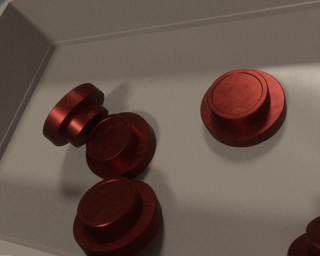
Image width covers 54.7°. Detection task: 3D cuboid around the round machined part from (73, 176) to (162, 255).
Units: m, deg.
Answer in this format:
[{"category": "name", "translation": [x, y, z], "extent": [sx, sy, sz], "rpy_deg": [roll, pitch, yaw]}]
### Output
[{"category": "round machined part", "translation": [-0.051, 0.092, 0.342], "extent": [0.098, 0.042, 0.098], "rpy_deg": [-14, 34, 10]}]

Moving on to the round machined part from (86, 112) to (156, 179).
[{"category": "round machined part", "translation": [-0.058, 0.020, 0.411], "extent": [0.098, 0.042, 0.098], "rpy_deg": [-13, 56, 20]}]

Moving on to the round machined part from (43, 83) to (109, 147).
[{"category": "round machined part", "translation": [-0.110, -0.012, 0.432], "extent": [0.042, 0.098, 0.098], "rpy_deg": [39, 82, 7]}]

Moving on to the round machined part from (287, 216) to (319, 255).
[{"category": "round machined part", "translation": [0.144, 0.095, 0.223], "extent": [0.098, 0.098, 0.042], "rpy_deg": [-5, 100, 25]}]

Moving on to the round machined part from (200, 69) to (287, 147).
[{"category": "round machined part", "translation": [0.094, -0.030, 0.363], "extent": [0.098, 0.042, 0.098], "rpy_deg": [-13, 56, 20]}]
